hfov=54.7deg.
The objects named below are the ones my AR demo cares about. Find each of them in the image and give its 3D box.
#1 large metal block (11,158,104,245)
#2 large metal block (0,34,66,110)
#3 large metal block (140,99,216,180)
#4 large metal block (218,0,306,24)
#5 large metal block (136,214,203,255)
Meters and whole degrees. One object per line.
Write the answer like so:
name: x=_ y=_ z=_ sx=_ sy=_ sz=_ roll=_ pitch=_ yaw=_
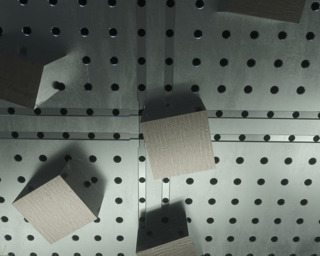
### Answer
large metal block: x=-0.140 y=0.103 z=0.436 sx=0.080 sy=0.050 sz=0.080 roll=-31 pitch=108 yaw=10
large metal block: x=-0.165 y=-0.068 z=0.357 sx=0.080 sy=0.080 sz=0.050 roll=18 pitch=109 yaw=-7
large metal block: x=0.024 y=0.014 z=0.406 sx=0.080 sy=0.050 sz=0.079 roll=-11 pitch=110 yaw=3
large metal block: x=0.117 y=-0.164 z=0.341 sx=0.081 sy=0.050 sz=0.079 roll=8 pitch=110 yaw=-4
large metal block: x=0.018 y=0.190 z=0.470 sx=0.080 sy=0.050 sz=0.080 roll=-21 pitch=109 yaw=7
